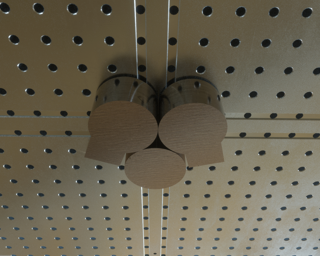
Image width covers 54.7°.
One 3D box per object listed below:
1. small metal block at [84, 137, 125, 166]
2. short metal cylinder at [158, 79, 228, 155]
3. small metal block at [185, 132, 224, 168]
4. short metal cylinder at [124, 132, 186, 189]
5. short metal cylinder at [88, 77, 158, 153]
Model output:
[{"bbox_3d":[-0.071,0.021,0.424,0.050,0.025,0.050,16,128,-14],"label":"small metal block"},{"bbox_3d":[0.038,-0.013,0.380,0.081,0.050,0.079,0,130,0],"label":"short metal cylinder"},{"bbox_3d":[0.059,0.025,0.430,0.050,0.025,0.050,-11,130,9],"label":"small metal block"},{"bbox_3d":[-0.006,0.039,0.423,0.081,0.050,0.079,0,130,0],"label":"short metal cylinder"},{"bbox_3d":[-0.043,-0.015,0.377,0.081,0.050,0.079,0,130,0],"label":"short metal cylinder"}]
